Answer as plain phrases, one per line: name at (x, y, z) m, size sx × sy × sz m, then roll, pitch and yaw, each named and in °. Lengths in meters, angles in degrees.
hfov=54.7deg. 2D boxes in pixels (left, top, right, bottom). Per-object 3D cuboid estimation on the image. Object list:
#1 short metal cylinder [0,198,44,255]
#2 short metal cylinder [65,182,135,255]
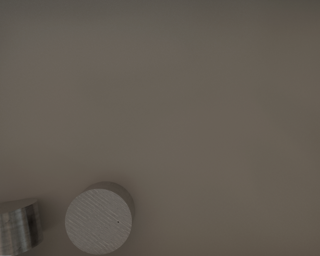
short metal cylinder at (-0.190, 0.123, 0.382) m, size 0.081 × 0.080 × 0.050 m, roll -9°, pitch 90°, yaw 0°
short metal cylinder at (-0.074, 0.113, 0.398) m, size 0.081 × 0.050 × 0.079 m, roll 0°, pitch 90°, yaw -1°
